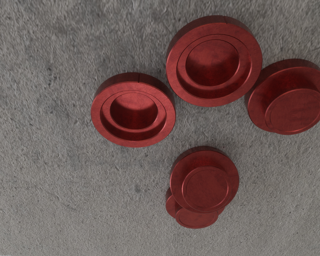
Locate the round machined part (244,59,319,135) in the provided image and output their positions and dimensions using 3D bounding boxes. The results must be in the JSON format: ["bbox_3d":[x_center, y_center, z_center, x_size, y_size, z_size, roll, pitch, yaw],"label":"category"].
[{"bbox_3d":[0.156,-0.030,0.372,0.099,0.042,0.097,0,130,0],"label":"round machined part"}]

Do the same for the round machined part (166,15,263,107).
[{"bbox_3d":[0.055,-0.074,0.334,0.099,0.042,0.097,0,130,0],"label":"round machined part"}]

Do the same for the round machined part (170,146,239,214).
[{"bbox_3d":[0.063,0.078,0.437,0.099,0.042,0.097,0,104,-1],"label":"round machined part"}]

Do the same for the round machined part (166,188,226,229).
[{"bbox_3d":[0.059,0.128,0.506,0.099,0.042,0.097,0,130,0],"label":"round machined part"}]

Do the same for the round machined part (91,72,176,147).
[{"bbox_3d":[-0.030,-0.026,0.374,0.099,0.042,0.097,0,130,0],"label":"round machined part"}]
